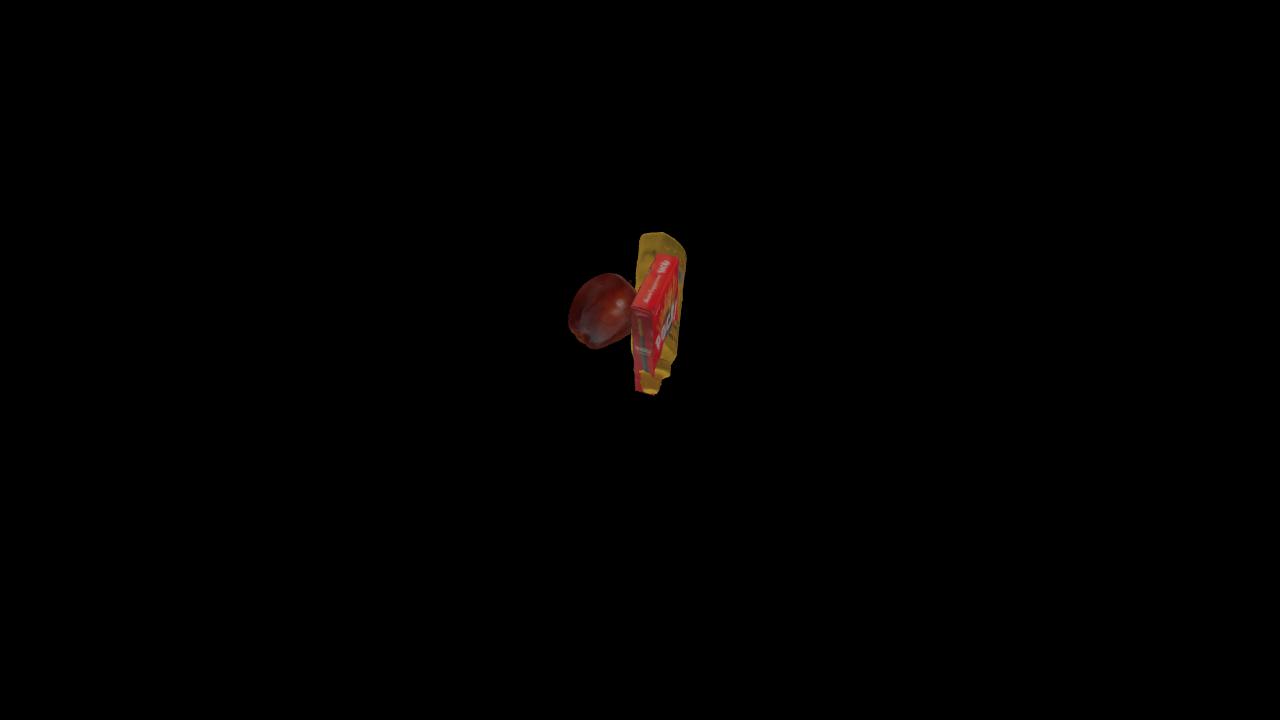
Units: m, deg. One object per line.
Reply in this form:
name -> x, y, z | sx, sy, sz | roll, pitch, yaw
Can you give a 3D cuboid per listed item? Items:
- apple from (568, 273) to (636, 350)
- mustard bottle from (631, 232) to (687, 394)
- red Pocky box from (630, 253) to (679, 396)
apple -> -0.040, -0.058, 0.716 | 0.079, 0.093, 0.079 | 41, -11, 10
mustard bottle -> 0.021, -0.049, 0.720 | 0.054, 0.184, 0.092 | 1, -19, 15
red Pocky box -> 0.018, -0.035, 0.685 | 0.028, 0.083, 0.155 | 17, -34, 14
